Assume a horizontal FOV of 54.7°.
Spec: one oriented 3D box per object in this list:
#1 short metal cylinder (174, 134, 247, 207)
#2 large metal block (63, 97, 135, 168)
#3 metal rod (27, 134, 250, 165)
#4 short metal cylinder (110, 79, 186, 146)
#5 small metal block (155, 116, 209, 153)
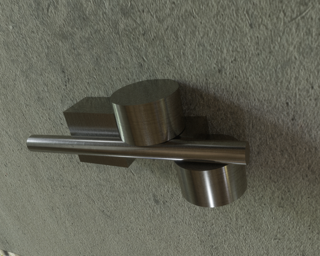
[{"bbox_3d":[0.060,0.048,0.369,0.080,0.080,0.050,0,118,28],"label":"short metal cylinder"},{"bbox_3d":[-0.075,0.004,0.428,0.080,0.050,0.079,3,120,26],"label":"large metal block"},{"bbox_3d":[-0.046,0.024,0.380,0.301,0.025,0.025,1,119,26],"label":"metal rod"},{"bbox_3d":[-0.013,-0.021,0.367,0.080,0.080,0.050,2,120,27],"label":"short metal cylinder"},{"bbox_3d":[0.028,0.008,0.380,0.050,0.050,0.025,1,119,27],"label":"small metal block"}]
